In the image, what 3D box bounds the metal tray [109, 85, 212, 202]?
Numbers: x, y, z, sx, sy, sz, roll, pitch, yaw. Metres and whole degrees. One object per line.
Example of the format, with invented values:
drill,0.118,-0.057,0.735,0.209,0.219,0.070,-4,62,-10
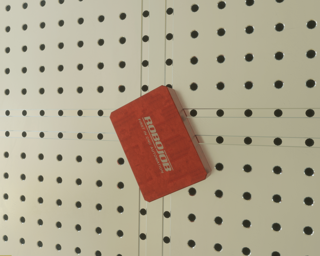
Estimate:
metal tray,-0.001,0.021,0.409,0.090,0.030,0.129,-26,82,17
